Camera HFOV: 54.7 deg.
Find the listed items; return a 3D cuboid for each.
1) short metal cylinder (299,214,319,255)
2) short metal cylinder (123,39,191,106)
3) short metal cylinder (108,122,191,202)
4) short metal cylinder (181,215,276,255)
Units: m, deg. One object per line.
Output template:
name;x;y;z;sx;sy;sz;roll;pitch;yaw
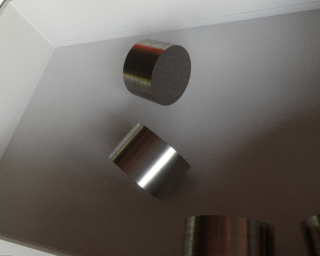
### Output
short metal cylinder;0.154;0.094;0.232;0.080;0.080;0.050;-14;56;20
short metal cylinder;-0.003;-0.075;0.417;0.050;0.080;0.080;23;74;36
short metal cylinder;-0.012;0.038;0.352;0.050;0.080;0.080;-49;52;-6
short metal cylinder;0.059;0.111;0.271;0.080;0.080;0.050;-6;59;25
